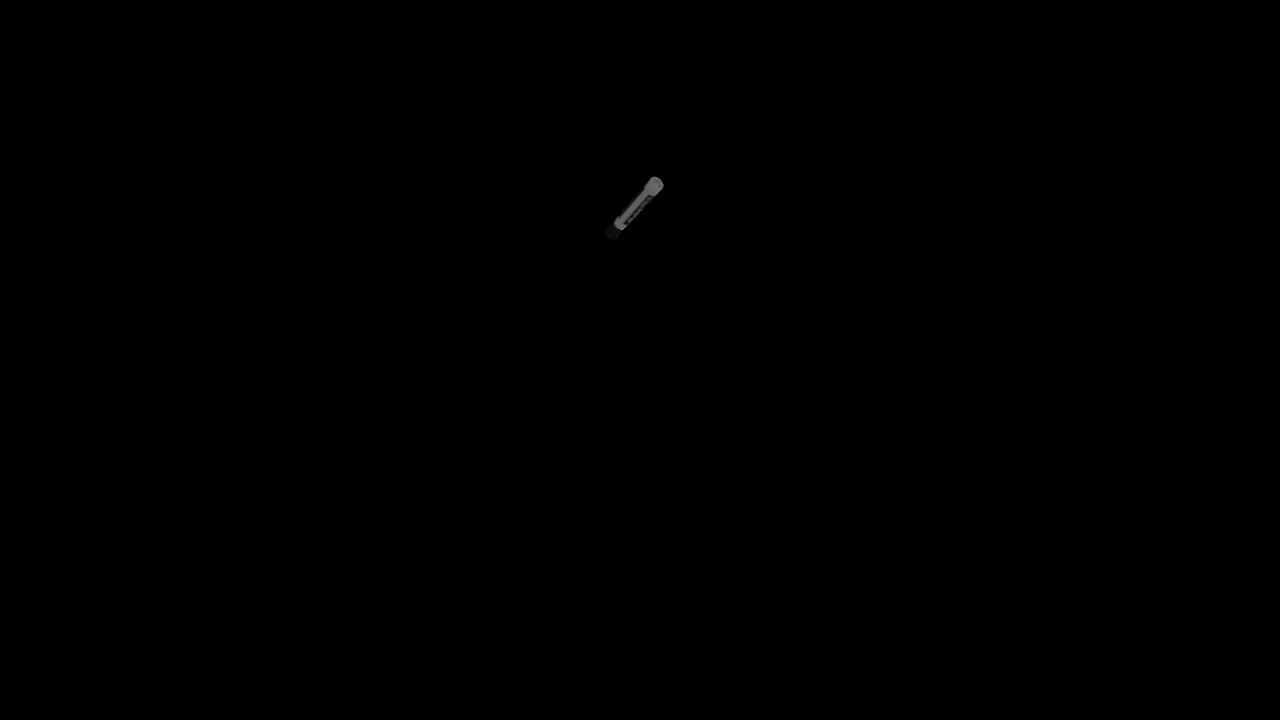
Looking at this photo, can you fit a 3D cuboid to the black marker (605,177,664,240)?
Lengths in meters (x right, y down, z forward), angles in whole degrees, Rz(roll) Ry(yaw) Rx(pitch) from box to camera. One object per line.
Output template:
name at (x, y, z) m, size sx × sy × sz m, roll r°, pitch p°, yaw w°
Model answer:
black marker at (-0.011, -0.191, 0.790) m, size 0.020 × 0.020 × 0.121 m, roll 0°, pitch -23°, yaw -35°
